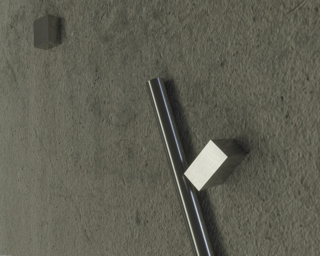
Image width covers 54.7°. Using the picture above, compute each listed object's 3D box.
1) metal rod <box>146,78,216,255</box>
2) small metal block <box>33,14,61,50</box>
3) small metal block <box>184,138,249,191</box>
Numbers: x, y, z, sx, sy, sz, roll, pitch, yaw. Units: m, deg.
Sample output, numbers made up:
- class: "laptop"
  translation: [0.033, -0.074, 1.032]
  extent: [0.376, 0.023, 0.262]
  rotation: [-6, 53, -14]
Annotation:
- class: "metal rod"
  translation: [0.033, 0.080, 0.376]
  extent: [0.025, 0.025, 0.299]
  rotation: [-25, 74, 37]
- class: "small metal block"
  translation: [-0.210, -0.177, 0.574]
  extent: [0.050, 0.025, 0.050]
  rotation: [-4, 88, 39]
- class: "small metal block"
  translation: [0.062, 0.039, 0.336]
  extent: [0.025, 0.050, 0.050]
  rotation: [49, 119, 29]
